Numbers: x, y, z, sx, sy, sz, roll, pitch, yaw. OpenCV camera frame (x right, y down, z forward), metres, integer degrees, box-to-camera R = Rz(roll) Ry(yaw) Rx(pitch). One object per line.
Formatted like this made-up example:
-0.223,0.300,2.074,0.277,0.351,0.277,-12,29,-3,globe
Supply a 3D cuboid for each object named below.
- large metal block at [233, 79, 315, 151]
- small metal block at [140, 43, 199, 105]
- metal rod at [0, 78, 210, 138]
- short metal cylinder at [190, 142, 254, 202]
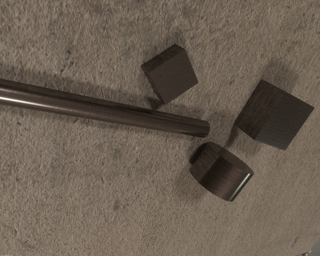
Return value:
0.175,-0.019,0.478,0.081,0.050,0.080,17,109,-35,large metal block
0.012,-0.065,0.375,0.050,0.025,0.050,-35,129,-6,small metal block
-0.062,-0.020,0.361,0.302,0.025,0.025,10,114,-33,metal rod
0.092,0.064,0.463,0.080,0.080,0.050,24,105,-37,short metal cylinder
